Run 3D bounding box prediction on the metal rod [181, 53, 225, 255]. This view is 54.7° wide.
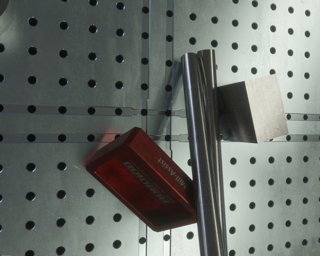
[{"bbox_3d":[0.048,0.036,0.362,0.025,0.025,0.299,8,61,-20],"label":"metal rod"}]

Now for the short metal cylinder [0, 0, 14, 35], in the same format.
[{"bbox_3d":[-0.200,-0.138,0.325,0.081,0.050,0.079,0,90,-20],"label":"short metal cylinder"}]

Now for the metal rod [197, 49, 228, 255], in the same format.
[{"bbox_3d":[0.075,0.041,0.440,0.025,0.025,0.298,-4,92,-20],"label":"metal rod"}]

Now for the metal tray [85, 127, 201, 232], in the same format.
[{"bbox_3d":[-0.015,0.067,0.371,0.130,0.090,0.030,46,43,-15],"label":"metal tray"}]

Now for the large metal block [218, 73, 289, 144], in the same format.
[{"bbox_3d":[0.122,-0.025,0.428,0.050,0.080,0.080,-15,95,-19],"label":"large metal block"}]
